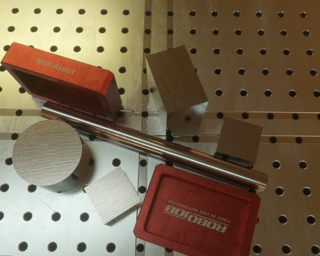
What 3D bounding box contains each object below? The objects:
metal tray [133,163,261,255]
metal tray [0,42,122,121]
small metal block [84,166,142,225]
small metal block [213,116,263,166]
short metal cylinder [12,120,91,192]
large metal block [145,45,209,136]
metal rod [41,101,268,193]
[{"bbox_3d":[0.044,0.105,0.370,0.131,0.030,0.090,17,71,6],"label":"metal tray"},{"bbox_3d":[-0.119,-0.056,0.395,0.131,0.090,0.030,18,71,6],"label":"metal tray"},{"bbox_3d":[-0.057,0.084,0.381,0.050,0.025,0.050,-31,73,-11],"label":"small metal block"},{"bbox_3d":[0.102,0.018,0.405,0.050,0.025,0.050,16,71,5],"label":"small metal block"},{"bbox_3d":[-0.131,0.036,0.383,0.081,0.050,0.080,0,70,0],"label":"short metal cylinder"},{"bbox_3d":[0.019,-0.045,0.400,0.050,0.080,0.080,-17,71,-6],"label":"large metal block"},{"bbox_3d":[-0.012,0.022,0.403,0.301,0.025,0.025,18,71,6],"label":"metal rod"}]
